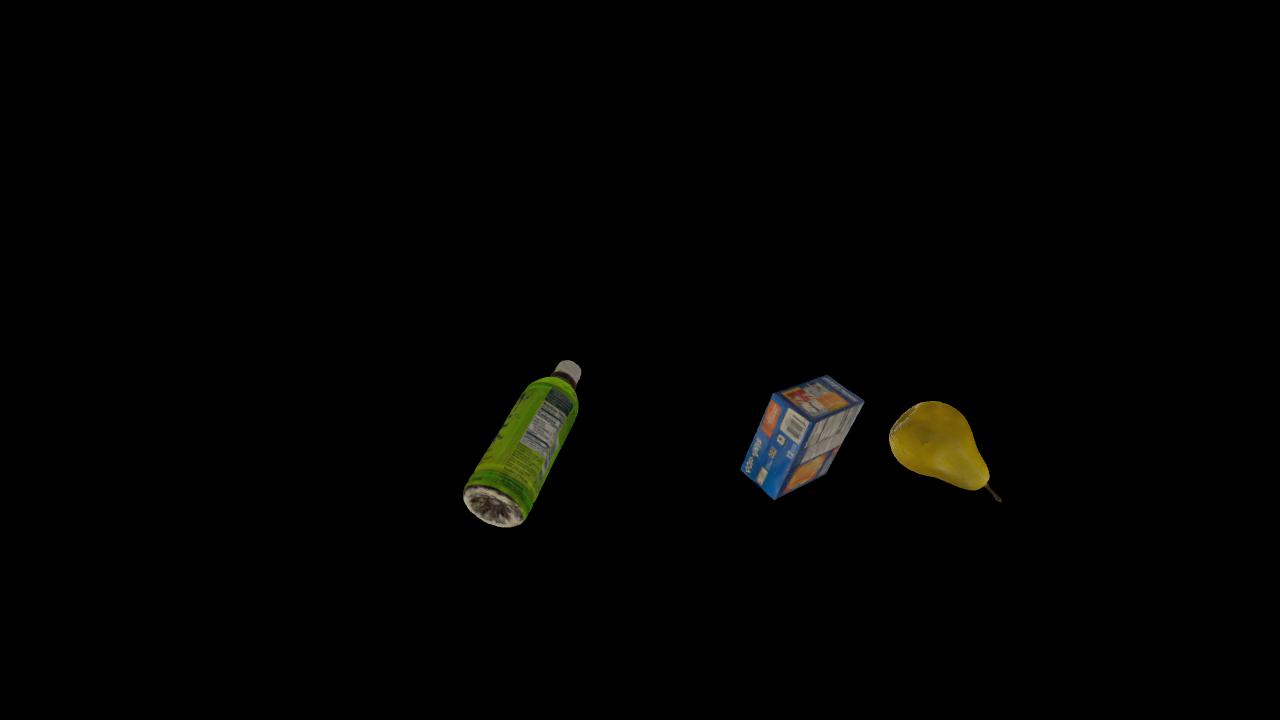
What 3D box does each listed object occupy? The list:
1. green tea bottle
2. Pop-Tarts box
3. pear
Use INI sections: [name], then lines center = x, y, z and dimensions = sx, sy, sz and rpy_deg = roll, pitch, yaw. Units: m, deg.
[green tea bottle]
center = -0.114, 0.079, 0.674
dimensions = 0.073, 0.073, 0.212
rpy_deg = 0, 39, 24
[Pop-Tarts box]
center = 0.261, 0.123, 0.997
dimensions = 0.141, 0.167, 0.083
rpy_deg = -14, 43, -36
[pear]
center = 0.304, 0.093, 0.602
dimensions = 0.111, 0.080, 0.080
rpy_deg = 44, 9, 10
